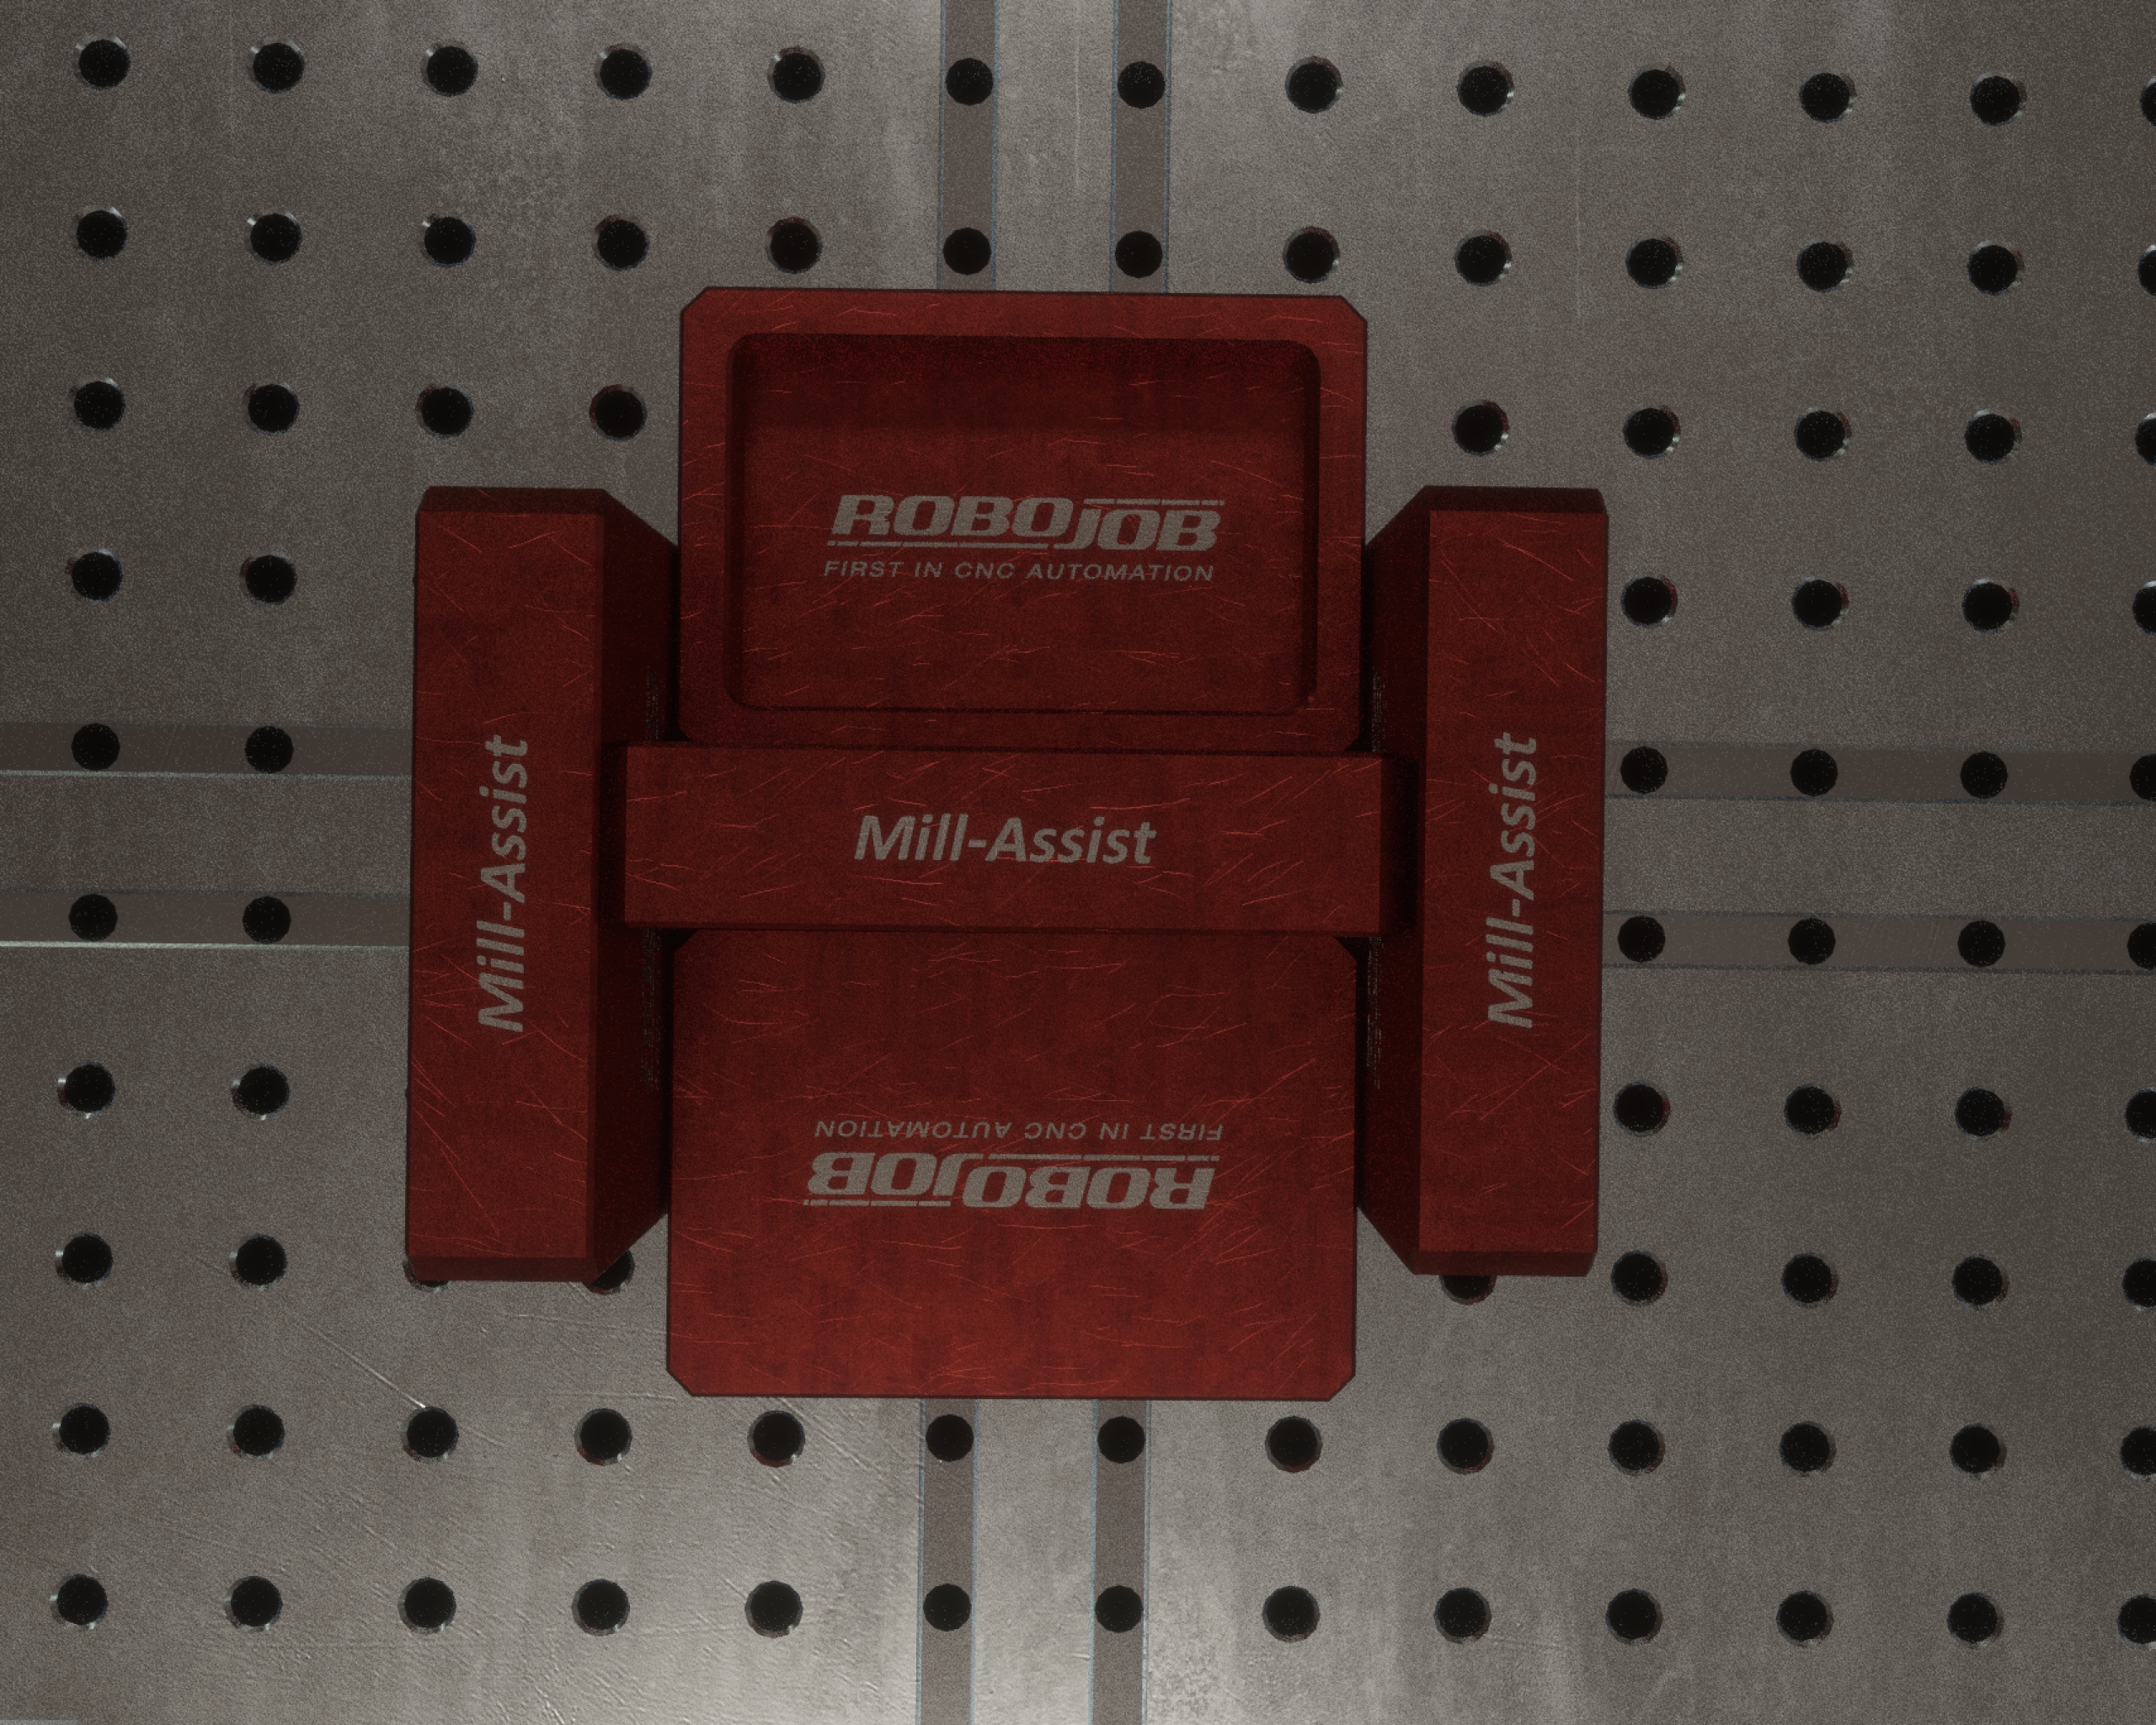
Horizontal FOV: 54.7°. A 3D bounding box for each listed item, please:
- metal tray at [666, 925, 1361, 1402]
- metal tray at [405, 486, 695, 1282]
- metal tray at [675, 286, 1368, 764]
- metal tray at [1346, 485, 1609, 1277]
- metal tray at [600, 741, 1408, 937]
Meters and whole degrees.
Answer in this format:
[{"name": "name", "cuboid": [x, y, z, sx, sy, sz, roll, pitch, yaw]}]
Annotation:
[{"name": "metal tray", "cuboid": [-0.012, 0.057, 0.409, 0.131, 0.030, 0.089, 1, 90, -1]}, {"name": "metal tray", "cuboid": [-0.092, 0.003, 0.379, 0.030, 0.090, 0.129, 1, 90, 0]}, {"name": "metal tray", "cuboid": [-0.011, -0.064, 0.410, 0.131, 0.030, 0.089, 1, 90, -1]}, {"name": "metal tray", "cuboid": [0.070, 0.003, 0.381, 0.030, 0.090, 0.129, 1, 90, 0]}, {"name": "metal tray", "cuboid": [-0.012, -0.004, 0.379, 0.131, 0.090, 0.030, 1, 90, -1]}]
